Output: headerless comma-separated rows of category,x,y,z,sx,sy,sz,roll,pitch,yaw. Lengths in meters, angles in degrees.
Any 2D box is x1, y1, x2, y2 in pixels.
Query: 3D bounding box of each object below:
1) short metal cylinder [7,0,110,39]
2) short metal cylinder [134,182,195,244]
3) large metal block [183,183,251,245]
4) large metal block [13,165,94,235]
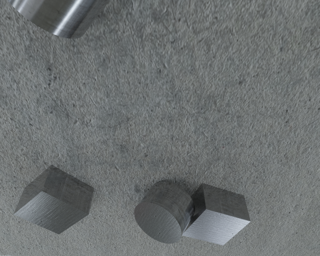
short metal cylinder,-0.085,-0.124,0.265,0.080,0.080,0.050,33,122,-25
short metal cylinder,0.008,0.131,0.481,0.080,0.050,0.079,16,126,24
large metal block,0.089,0.145,0.515,0.080,0.050,0.079,19,128,-16
large metal block,-0.164,0.115,0.487,0.080,0.050,0.080,-37,121,27
